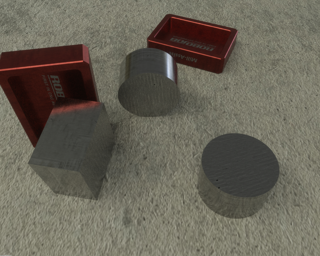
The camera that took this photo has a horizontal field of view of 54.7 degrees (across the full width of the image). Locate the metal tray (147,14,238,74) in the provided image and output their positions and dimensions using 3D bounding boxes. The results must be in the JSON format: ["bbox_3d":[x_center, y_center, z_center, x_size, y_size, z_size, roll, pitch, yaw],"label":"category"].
[{"bbox_3d":[0.055,-0.145,0.521,0.130,0.030,0.090,18,52,15],"label":"metal tray"}]

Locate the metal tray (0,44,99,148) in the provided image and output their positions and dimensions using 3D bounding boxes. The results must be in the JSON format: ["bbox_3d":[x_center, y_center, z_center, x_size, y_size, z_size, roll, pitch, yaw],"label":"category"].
[{"bbox_3d":[-0.118,-0.031,0.360,0.091,0.129,0.030,-8,51,-7],"label":"metal tray"}]

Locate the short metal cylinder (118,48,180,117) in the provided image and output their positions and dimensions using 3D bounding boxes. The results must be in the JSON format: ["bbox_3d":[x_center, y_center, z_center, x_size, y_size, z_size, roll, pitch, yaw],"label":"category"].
[{"bbox_3d":[-0.015,-0.060,0.418,0.081,0.080,0.050,-1,50,-1],"label":"short metal cylinder"}]

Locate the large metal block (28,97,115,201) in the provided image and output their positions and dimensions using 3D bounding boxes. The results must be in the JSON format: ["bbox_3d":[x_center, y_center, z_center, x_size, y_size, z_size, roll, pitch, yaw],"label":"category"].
[{"bbox_3d":[-0.090,0.024,0.340,0.050,0.080,0.080,8,59,7],"label":"large metal block"}]

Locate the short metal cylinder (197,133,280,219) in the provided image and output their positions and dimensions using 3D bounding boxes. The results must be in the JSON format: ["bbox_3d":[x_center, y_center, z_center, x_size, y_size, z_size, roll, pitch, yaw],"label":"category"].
[{"bbox_3d":[0.084,0.052,0.343,0.081,0.050,0.080,0,50,0],"label":"short metal cylinder"}]
